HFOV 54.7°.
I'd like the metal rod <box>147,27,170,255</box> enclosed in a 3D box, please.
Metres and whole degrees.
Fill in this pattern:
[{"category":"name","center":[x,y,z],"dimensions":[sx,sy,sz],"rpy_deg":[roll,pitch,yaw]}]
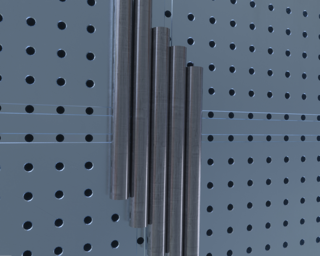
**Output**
[{"category":"metal rod","center":[-0.002,0.018,0.412],"dimensions":[0.025,0.025,0.298],"rpy_deg":[1,90,-20]}]

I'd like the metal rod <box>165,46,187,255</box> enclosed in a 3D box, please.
[{"category":"metal rod","center":[0.021,0.040,0.421],"dimensions":[0.025,0.025,0.298],"rpy_deg":[1,90,-20]}]

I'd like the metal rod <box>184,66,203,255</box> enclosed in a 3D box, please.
[{"category":"metal rod","center":[0.045,0.066,0.430],"dimensions":[0.025,0.025,0.298],"rpy_deg":[1,90,-20]}]

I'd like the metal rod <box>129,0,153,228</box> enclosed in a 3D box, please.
[{"category":"metal rod","center":[-0.025,-0.023,0.403],"dimensions":[0.025,0.025,0.298],"rpy_deg":[1,90,-20]}]

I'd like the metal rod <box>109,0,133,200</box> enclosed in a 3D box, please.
[{"category":"metal rod","center":[-0.049,-0.060,0.395],"dimensions":[0.025,0.025,0.298],"rpy_deg":[1,90,-20]}]
